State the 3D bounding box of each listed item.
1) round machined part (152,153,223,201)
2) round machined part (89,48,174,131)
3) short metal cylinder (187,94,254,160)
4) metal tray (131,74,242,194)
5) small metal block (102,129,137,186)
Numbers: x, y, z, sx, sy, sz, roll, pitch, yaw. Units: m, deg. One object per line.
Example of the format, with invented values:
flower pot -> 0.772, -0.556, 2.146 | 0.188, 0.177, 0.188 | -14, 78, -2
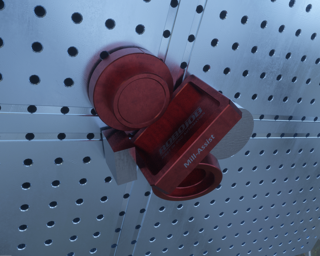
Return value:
round machined part -> 0.035, 0.061, 0.437 | 0.099, 0.042, 0.097 | -7, 140, -5
round machined part -> -0.028, -0.038, 0.356 | 0.099, 0.042, 0.097 | -14, 124, -21
short metal cylinder -> 0.082, -0.003, 0.433 | 0.081, 0.050, 0.079 | -14, 124, -21
metal tray -> 0.025, 0.004, 0.380 | 0.130, 0.090, 0.030 | -48, 129, 5
small metal block -> -0.050, 0.034, 0.383 | 0.025, 0.050, 0.050 | -14, 125, -21
